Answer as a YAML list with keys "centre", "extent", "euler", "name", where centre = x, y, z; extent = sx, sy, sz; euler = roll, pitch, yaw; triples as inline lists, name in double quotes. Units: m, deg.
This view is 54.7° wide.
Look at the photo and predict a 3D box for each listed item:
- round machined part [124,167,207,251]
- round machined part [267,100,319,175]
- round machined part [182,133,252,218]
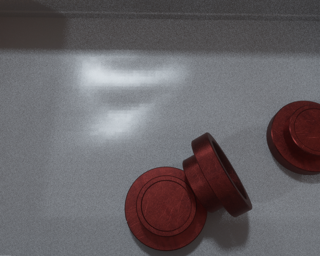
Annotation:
- centre: [0.007, 0.093, 0.366]
  extent: [0.099, 0.042, 0.098]
  euler: [0, 70, 0]
  name: "round machined part"
- centre: [0.193, 0.008, 0.399]
  extent: [0.099, 0.042, 0.098]
  euler: [0, 70, 0]
  name: "round machined part"
- centre: [0.061, 0.057, 0.355]
  extent: [0.042, 0.098, 0.098]
  euler: [-32, 72, 13]
  name: "round machined part"
